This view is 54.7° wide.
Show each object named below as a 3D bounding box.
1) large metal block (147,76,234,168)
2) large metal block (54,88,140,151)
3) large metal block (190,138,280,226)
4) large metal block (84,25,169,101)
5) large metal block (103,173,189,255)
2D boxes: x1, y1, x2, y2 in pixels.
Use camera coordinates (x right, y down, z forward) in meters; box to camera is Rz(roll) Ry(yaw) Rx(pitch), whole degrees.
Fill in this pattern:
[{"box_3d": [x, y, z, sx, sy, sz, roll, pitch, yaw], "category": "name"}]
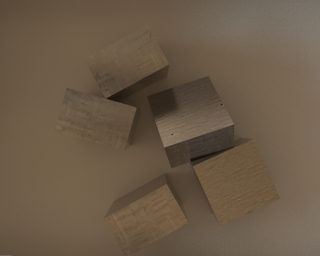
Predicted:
[{"box_3d": [0.037, -0.008, 0.380, 0.080, 0.050, 0.080, -18, 54, -1], "category": "large metal block"}, {"box_3d": [-0.071, -0.010, 0.383, 0.080, 0.080, 0.050, 16, 90, -1], "category": "large metal block"}, {"box_3d": [0.093, 0.066, 0.400, 0.080, 0.050, 0.080, -24, 90, -1], "category": "large metal block"}, {"box_3d": [-0.037, -0.074, 0.383, 0.080, 0.080, 0.050, -29, 90, 0], "category": "large metal block"}, {"box_3d": [-0.016, 0.103, 0.384, 0.080, 0.080, 0.050, -29, 90, 0], "category": "large metal block"}]
